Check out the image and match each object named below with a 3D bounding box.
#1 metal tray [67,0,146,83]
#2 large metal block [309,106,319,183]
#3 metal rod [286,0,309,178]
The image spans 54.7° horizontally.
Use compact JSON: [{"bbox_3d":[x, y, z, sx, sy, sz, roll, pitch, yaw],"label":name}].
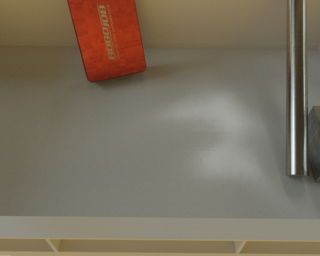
[{"bbox_3d":[-0.077,-0.140,0.454,0.091,0.129,0.030,-15,24,-13],"label":"metal tray"},{"bbox_3d":[0.227,0.021,0.375,0.081,0.050,0.080,3,50,2],"label":"large metal block"},{"bbox_3d":[0.178,-0.087,0.402,0.025,0.025,0.299,6,75,4],"label":"metal rod"}]
